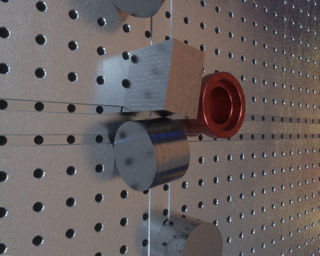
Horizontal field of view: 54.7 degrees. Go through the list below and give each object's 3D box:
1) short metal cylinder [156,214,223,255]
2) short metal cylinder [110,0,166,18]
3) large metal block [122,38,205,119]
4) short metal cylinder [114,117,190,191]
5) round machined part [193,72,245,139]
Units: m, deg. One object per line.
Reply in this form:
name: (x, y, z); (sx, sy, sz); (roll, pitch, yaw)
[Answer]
short metal cylinder: (0.041, 0.165, 0.428); (0.081, 0.050, 0.079); (-1, 91, -40)
short metal cylinder: (-0.023, -0.175, 0.353); (0.080, 0.080, 0.050); (43, 64, -32)
large metal block: (0.003, -0.054, 0.376); (0.050, 0.080, 0.080); (13, 82, -39)
short metal cylinder: (-0.011, 0.029, 0.364); (0.050, 0.080, 0.079); (-9, 96, -40)
round machined part: (0.083, -0.033, 0.467); (0.099, 0.042, 0.097); (0, 90, -40)
